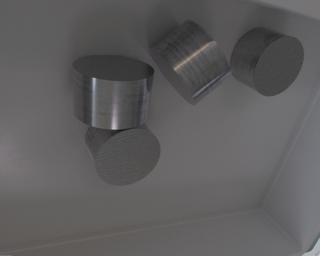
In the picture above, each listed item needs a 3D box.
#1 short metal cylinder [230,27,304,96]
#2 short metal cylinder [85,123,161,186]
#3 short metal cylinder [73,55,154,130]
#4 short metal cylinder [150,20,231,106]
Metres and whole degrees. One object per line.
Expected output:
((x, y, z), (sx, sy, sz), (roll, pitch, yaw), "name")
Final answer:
((0.142, -0.089, 0.415), (0.081, 0.050, 0.079), (-14, 124, -21), "short metal cylinder")
((-0.046, 0.024, 0.382), (0.081, 0.050, 0.079), (-14, 124, -21), "short metal cylinder")
((-0.049, -0.040, 0.322), (0.081, 0.080, 0.050), (-7, 121, -25), "short metal cylinder")
((0.033, -0.072, 0.347), (0.050, 0.080, 0.080), (-39, 129, -2), "short metal cylinder")
